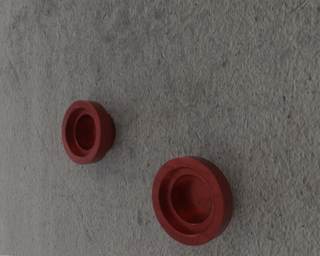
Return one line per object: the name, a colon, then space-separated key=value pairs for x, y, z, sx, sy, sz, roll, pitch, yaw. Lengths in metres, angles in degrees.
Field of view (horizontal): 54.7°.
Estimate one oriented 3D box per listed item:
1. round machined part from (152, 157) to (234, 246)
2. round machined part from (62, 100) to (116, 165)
round machined part: x=0.041 y=0.081 z=0.360 sx=0.098 sy=0.042 sz=0.097 roll=0 pitch=90 yaw=40
round machined part: x=-0.107 y=0.006 z=0.483 sx=0.098 sy=0.042 sz=0.097 roll=0 pitch=90 yaw=40
